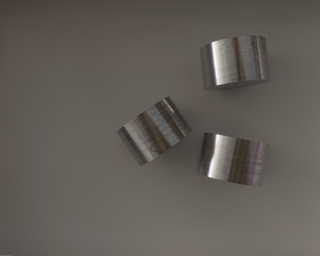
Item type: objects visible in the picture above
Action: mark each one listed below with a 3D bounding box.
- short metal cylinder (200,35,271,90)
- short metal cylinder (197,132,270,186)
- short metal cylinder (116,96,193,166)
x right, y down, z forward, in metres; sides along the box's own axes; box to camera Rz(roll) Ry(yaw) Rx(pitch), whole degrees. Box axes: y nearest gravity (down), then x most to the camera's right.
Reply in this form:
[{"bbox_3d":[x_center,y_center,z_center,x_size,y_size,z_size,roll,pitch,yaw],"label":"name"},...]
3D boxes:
[{"bbox_3d":[0.093,-0.078,0.384,0.080,0.080,0.050,-7,90,0],"label":"short metal cylinder"},{"bbox_3d":[0.090,0.037,0.384,0.080,0.080,0.050,11,90,0],"label":"short metal cylinder"},{"bbox_3d":[-0.006,0.004,0.384,0.080,0.080,0.050,-35,90,0],"label":"short metal cylinder"}]
